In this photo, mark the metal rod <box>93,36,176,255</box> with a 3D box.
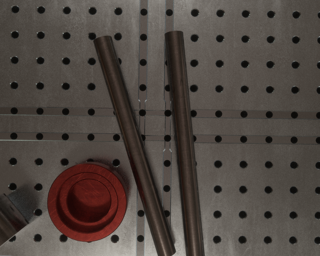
[{"bbox_3d":[-0.034,0.025,0.412,0.025,0.025,0.298,-17,90,0],"label":"metal rod"}]

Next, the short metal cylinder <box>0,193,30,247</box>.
[{"bbox_3d":[-0.213,0.127,0.383,0.080,0.080,0.050,-39,90,0],"label":"short metal cylinder"}]

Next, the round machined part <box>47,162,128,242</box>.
[{"bbox_3d":[-0.090,0.092,0.404,0.099,0.042,0.097,0,90,-1],"label":"round machined part"}]

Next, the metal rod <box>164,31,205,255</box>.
[{"bbox_3d":[0.033,0.022,0.413,0.025,0.025,0.298,-6,90,-1],"label":"metal rod"}]
